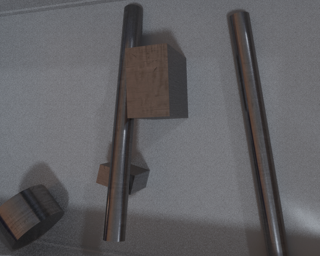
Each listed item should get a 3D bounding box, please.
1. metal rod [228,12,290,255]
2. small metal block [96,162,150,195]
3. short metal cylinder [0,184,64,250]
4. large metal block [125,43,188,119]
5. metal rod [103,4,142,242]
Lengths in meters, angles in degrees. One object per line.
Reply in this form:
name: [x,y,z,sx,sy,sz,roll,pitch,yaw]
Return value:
metal rod: [0.118,0.011,0.368,0.025,0.025,0.298,-9,87,19]
small metal block: [-0.048,0.064,0.413,0.050,0.050,0.025,15,95,19]
short metal cylinder: [-0.188,0.127,0.446,0.080,0.080,0.050,-45,76,14]
large metal block: [-0.001,-0.052,0.381,0.050,0.080,0.079,-2,89,20]
metal rod: [-0.045,-0.016,0.389,0.025,0.025,0.299,-2,76,19]
